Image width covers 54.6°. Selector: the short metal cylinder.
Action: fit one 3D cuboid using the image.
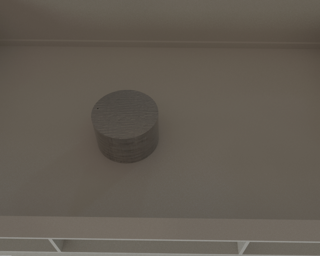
[{"bbox_3d":[-0.042,-0.002,0.391,0.080,0.050,0.080,0,50,0],"label":"short metal cylinder"}]
